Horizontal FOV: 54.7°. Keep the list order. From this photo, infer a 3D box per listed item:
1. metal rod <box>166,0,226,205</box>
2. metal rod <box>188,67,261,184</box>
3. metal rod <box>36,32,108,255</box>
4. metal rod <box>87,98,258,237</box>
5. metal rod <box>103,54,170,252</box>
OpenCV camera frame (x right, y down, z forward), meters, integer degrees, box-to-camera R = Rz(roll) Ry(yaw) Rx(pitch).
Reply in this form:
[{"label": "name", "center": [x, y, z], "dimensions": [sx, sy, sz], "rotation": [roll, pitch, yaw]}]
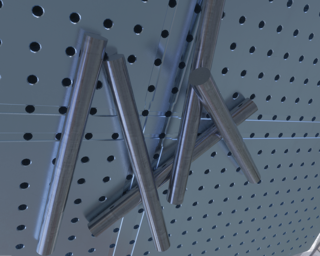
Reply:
[{"label": "metal rod", "center": [0.044, -0.033, 0.397], "dimensions": [0.025, 0.025, 0.298], "rotation": [-2, 114, -28]}, {"label": "metal rod", "center": [0.107, 0.017, 0.449], "dimensions": [0.025, 0.025, 0.300], "rotation": [-41, 140, 0]}, {"label": "metal rod", "center": [-0.112, 0.036, 0.373], "dimensions": [0.025, 0.025, 0.298], "rotation": [6, 116, -31]}, {"label": "metal rod", "center": [0.021, 0.057, 0.459], "dimensions": [0.301, 0.025, 0.025], "rotation": [-38, 130, -3]}, {"label": "metal rod", "center": [-0.024, 0.052, 0.407], "dimensions": [0.025, 0.025, 0.298], "rotation": [-21, 119, -16]}]
